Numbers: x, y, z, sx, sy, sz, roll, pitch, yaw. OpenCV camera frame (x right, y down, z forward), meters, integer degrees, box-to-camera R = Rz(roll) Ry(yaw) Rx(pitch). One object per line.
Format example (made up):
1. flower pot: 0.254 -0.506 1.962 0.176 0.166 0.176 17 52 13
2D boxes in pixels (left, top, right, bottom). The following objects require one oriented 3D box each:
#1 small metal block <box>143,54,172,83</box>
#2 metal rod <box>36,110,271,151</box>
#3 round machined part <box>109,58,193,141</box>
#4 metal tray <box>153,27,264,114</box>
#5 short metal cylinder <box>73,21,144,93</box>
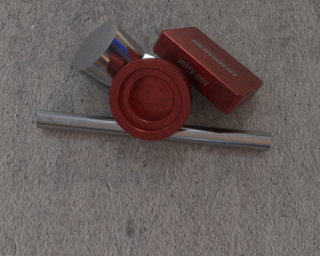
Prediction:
1. small metal block: -0.001 -0.068 0.419 0.050 0.050 0.025 22 72 8
2. metal rod: -0.009 0.003 0.408 0.302 0.025 0.025 6 70 2
3. round machined part: -0.009 -0.037 0.381 0.098 0.042 0.097 3 105 11
4. metal tray: 0.065 -0.081 0.410 0.130 0.030 0.091 44 37 14
5. short metal cylinder: -0.068 -0.093 0.409 0.080 0.050 0.080 -25 45 29
